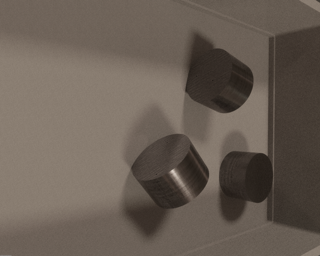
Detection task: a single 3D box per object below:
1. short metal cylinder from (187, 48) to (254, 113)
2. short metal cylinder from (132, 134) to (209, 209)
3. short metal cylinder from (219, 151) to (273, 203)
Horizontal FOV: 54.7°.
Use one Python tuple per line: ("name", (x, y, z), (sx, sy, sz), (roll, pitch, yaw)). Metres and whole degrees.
("short metal cylinder", (0.085, -0.066, 0.444), (0.050, 0.080, 0.080), (20, 77, -39))
("short metal cylinder", (0.013, 0.052, 0.384), (0.080, 0.080, 0.050), (-49, 119, -29))
("short metal cylinder", (0.144, 0.080, 0.514), (0.081, 0.050, 0.079), (0, 90, -40))
